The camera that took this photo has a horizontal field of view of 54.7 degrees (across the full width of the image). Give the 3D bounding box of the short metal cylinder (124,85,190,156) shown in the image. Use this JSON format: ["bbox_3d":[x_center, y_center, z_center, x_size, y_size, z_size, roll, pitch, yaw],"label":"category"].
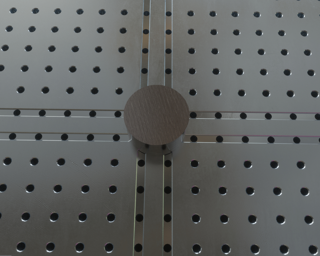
[{"bbox_3d":[-0.004,-0.009,0.402,0.081,0.050,0.080,0,70,-1],"label":"short metal cylinder"}]
